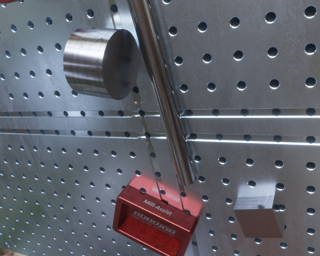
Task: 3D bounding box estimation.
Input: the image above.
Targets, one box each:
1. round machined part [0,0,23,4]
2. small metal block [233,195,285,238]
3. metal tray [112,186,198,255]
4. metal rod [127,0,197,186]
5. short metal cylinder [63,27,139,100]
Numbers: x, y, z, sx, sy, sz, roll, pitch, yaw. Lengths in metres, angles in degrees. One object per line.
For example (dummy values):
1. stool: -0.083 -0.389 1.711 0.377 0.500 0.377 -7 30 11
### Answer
1. round machined part: -0.185 -0.203 0.370 0.098 0.042 0.097 13 124 20
2. small metal block: 0.133 0.119 0.414 0.050 0.025 0.050 -12 112 33
3. metal tray: -0.012 0.159 0.510 0.130 0.030 0.089 23 127 14
4. metal rod: 0.001 -0.058 0.373 0.025 0.025 0.298 -2 118 29
5. short metal cylinder: -0.066 -0.076 0.362 0.050 0.080 0.079 11 123 22
